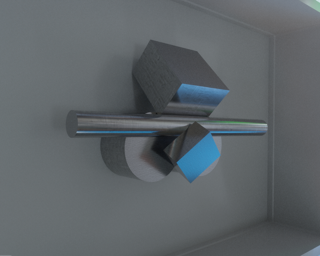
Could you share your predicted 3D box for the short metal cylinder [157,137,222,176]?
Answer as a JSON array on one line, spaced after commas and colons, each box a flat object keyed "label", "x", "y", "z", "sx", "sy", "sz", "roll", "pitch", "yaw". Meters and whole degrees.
[{"label": "short metal cylinder", "x": 0.039, "y": 0.023, "z": 0.424, "sx": 0.081, "sy": 0.050, "sz": 0.079, "roll": 0, "pitch": 90, "yaw": -40}]

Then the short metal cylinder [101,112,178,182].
[{"label": "short metal cylinder", "x": -0.023, "y": 0.021, "z": 0.372, "sx": 0.081, "sy": 0.050, "sz": 0.079, "roll": 0, "pitch": 90, "yaw": -40}]

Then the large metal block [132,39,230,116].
[{"label": "large metal block", "x": 0.025, "y": -0.058, "z": 0.384, "sx": 0.081, "sy": 0.050, "sz": 0.080, "roll": 1, "pitch": 46, "yaw": -40}]

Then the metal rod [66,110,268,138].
[{"label": "metal rod", "x": 0.037, "y": -0.002, "z": 0.373, "sx": 0.302, "sy": 0.025, "sz": 0.025, "roll": 1, "pitch": 90, "yaw": -40}]

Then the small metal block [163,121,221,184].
[{"label": "small metal block", "x": 0.038, "y": 0.029, "z": 0.360, "sx": 0.050, "sy": 0.025, "sz": 0.050, "roll": -42, "pitch": 137, "yaw": -9}]
